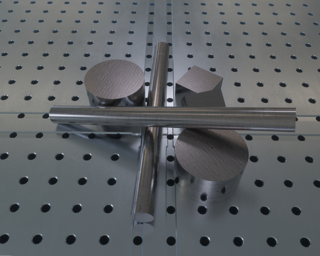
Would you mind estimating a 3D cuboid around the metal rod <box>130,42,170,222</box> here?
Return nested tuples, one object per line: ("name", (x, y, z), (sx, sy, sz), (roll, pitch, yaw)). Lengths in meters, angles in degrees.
("metal rod", (-0.008, -0.020, 0.423), (0.025, 0.025, 0.300), (3, 50, 3))

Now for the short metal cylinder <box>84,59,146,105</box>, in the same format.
("short metal cylinder", (-0.061, -0.051, 0.434), (0.081, 0.050, 0.080), (0, 50, 0))

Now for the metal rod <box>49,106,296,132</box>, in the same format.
("metal rod", (-0.003, -0.013, 0.367), (0.301, 0.025, 0.025), (2, 48, 22))

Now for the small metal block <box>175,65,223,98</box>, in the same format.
("small metal block", (0.058, -0.062, 0.460), (0.050, 0.025, 0.050), (29, 56, 22))

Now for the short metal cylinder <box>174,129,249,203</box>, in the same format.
("short metal cylinder", (0.057, 0.039, 0.359), (0.081, 0.050, 0.080), (0, 50, 0))

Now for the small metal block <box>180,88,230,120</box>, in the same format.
("small metal block", (0.060, -0.021, 0.411), (0.050, 0.025, 0.050), (-13, 83, -11))
